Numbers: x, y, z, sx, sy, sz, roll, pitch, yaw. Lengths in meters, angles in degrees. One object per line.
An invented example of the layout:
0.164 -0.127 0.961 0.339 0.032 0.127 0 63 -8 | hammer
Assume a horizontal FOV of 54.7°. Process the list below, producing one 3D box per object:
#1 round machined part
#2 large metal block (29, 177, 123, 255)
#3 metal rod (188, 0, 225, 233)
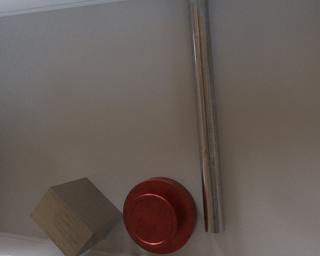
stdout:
-0.004 0.115 0.402 0.098 0.042 0.097 0 90 19 | round machined part
-0.109 0.118 0.418 0.080 0.080 0.050 41 103 15 | large metal block
0.058 -0.022 0.389 0.025 0.025 0.298 -5 88 19 | metal rod
